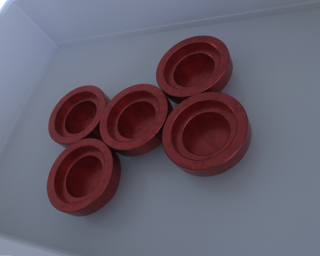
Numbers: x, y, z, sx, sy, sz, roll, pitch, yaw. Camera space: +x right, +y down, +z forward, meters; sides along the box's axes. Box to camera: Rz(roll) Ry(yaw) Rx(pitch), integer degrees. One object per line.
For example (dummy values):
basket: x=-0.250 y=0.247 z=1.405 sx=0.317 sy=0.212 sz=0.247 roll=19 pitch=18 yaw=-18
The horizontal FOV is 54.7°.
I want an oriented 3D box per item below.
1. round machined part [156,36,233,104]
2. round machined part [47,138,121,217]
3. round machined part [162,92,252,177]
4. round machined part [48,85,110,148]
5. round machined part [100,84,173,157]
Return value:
round machined part: x=0.048 y=-0.071 z=0.410 sx=0.098 sy=0.042 sz=0.098 roll=-13 pitch=56 yaw=21
round machined part: x=-0.092 y=0.065 z=0.399 sx=0.098 sy=0.042 sz=0.098 roll=-13 pitch=56 yaw=21
round machined part: x=0.056 y=0.010 z=0.356 sx=0.098 sy=0.042 sz=0.098 roll=-13 pitch=56 yaw=21
round machined part: x=-0.111 y=-0.011 z=0.458 sx=0.098 sy=0.042 sz=0.098 roll=-13 pitch=56 yaw=21
round machined part: x=-0.027 y=-0.007 z=0.409 sx=0.098 sy=0.042 sz=0.098 roll=-13 pitch=56 yaw=21
